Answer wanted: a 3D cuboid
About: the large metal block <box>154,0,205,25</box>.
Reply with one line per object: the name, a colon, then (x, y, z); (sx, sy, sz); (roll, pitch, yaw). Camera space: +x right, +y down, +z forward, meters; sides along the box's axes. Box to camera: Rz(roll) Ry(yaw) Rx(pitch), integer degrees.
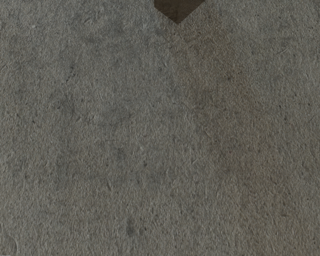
large metal block: (0.037, -0.217, 0.458); (0.050, 0.080, 0.080); (41, 75, 13)
